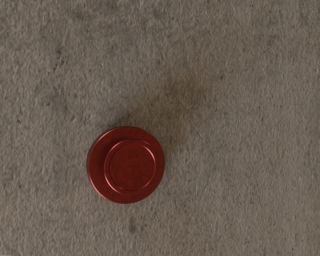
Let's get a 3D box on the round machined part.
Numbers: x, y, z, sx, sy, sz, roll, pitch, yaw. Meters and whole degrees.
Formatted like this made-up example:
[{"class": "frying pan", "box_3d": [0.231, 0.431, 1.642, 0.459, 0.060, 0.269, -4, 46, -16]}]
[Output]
[{"class": "round machined part", "box_3d": [-0.039, 0.046, 0.386, 0.099, 0.042, 0.097, 0, 90, -21]}]
